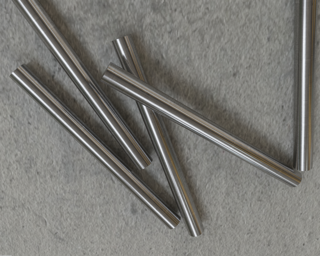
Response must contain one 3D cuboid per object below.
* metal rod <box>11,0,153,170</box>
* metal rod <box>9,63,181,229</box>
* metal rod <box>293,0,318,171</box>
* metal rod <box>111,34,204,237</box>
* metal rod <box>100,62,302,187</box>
[{"bbox_3d":[-0.101,-0.068,0.383,0.025,0.025,0.299,-31,108,10],"label":"metal rod"},{"bbox_3d":[-0.077,0.035,0.421,0.025,0.025,0.300,-39,106,13],"label":"metal rod"},{"bbox_3d":[0.178,-0.084,0.381,0.025,0.025,0.298,-8,110,2],"label":"metal rod"},{"bbox_3d":[0.004,0.024,0.418,0.025,0.025,0.298,-19,109,6],"label":"metal rod"},{"bbox_3d":[0.065,0.004,0.396,0.301,0.025,0.025,28,108,-17],"label":"metal rod"}]
